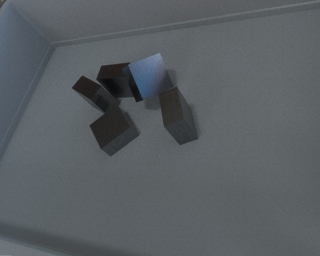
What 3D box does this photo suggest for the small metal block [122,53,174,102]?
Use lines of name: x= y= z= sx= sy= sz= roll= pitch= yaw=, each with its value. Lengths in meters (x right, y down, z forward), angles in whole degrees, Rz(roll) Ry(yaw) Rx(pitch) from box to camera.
small metal block: x=-0.017 y=-0.069 z=0.425 sx=0.050 sy=0.050 sz=0.025 roll=-27 pitch=9 yaw=-24

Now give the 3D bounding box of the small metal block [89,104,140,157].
small metal block: x=-0.065 y=0.003 z=0.436 sx=0.050 sy=0.025 sz=0.050 roll=-37 pitch=51 yaw=3

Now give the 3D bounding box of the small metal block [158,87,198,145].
small metal block: x=0.023 y=-0.014 z=0.385 sx=0.025 sy=0.050 sz=0.050 roll=-20 pitch=54 yaw=16

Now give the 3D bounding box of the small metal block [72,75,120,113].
small metal block: x=-0.097 y=-0.048 z=0.468 sx=0.050 sy=0.050 sz=0.025 roll=30 pitch=78 yaw=37

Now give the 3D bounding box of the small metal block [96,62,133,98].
small metal block: x=-0.057 y=-0.069 z=0.460 sx=0.050 sy=0.050 sz=0.025 roll=0 pitch=62 yaw=28
